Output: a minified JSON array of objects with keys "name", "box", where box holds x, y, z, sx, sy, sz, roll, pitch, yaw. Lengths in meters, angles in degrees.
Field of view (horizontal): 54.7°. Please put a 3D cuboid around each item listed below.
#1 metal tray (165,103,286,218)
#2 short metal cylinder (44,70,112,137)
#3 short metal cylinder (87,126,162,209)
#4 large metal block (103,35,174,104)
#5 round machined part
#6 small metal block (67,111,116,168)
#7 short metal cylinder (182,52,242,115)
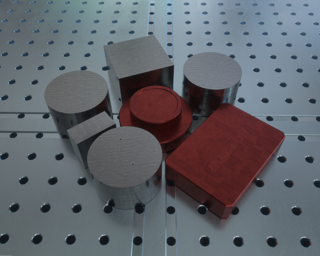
[{"name":"metal tray","box":[0.079,0.032,0.376,0.090,0.030,0.131,33,57,25]},{"name":"short metal cylinder","box":[-0.107,-0.032,0.417,0.080,0.050,0.080,0,50,0]},{"name":"short metal cylinder","box":[-0.038,0.044,0.353,0.080,0.050,0.080,0,50,0]},{"name":"large metal block","box":[-0.032,-0.090,0.466,0.081,0.050,0.080,-17,52,-14]},{"name":"round machined part","box":[-0.006,-0.019,0.411,0.099,0.042,0.098,0,50,0]},{"name":"small metal block","box":[-0.079,0.015,0.377,0.050,0.050,0.025,-30,56,-23]},{"name":"short metal cylinder","box":[0.072,-0.064,0.445,0.080,0.050,0.080,0,50,0]}]
